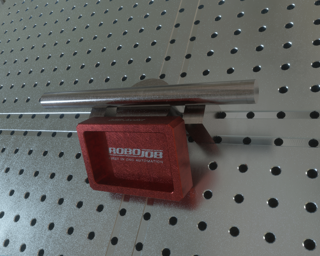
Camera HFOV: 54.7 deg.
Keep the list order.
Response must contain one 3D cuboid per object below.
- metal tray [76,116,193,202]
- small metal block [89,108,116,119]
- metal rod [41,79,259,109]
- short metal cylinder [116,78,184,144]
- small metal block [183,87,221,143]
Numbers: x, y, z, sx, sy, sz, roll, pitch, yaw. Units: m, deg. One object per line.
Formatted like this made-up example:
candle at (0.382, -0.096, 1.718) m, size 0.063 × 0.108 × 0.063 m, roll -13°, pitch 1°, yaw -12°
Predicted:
metal tray at (-0.032, 0.033, 0.366) m, size 0.130 × 0.089 × 0.030 m, roll 1°, pitch 19°, yaw 28°
small metal block at (-0.071, -0.018, 0.441) m, size 0.025 × 0.050 × 0.050 m, roll -1°, pitch 61°, yaw 28°
metal rod at (-0.034, -0.039, 0.386) m, size 0.300 × 0.025 × 0.025 m, roll 1°, pitch 62°, yaw 29°
short metal cylinder at (-0.010, -0.018, 0.408) m, size 0.080 × 0.050 × 0.080 m, roll -13°, pitch 56°, yaw 21°
small metal block at (0.051, -0.015, 0.375) m, size 0.025 × 0.050 × 0.050 m, roll -1°, pitch 61°, yaw 28°
